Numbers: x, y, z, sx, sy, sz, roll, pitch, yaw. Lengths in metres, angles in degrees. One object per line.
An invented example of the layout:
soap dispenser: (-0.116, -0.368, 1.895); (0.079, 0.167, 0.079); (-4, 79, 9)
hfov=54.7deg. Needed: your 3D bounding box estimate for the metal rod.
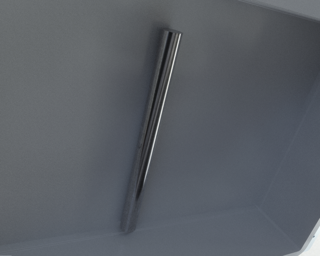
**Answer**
metal rod: (-0.018, 0.021, 0.413); (0.025, 0.025, 0.298); (-1, 119, -28)
